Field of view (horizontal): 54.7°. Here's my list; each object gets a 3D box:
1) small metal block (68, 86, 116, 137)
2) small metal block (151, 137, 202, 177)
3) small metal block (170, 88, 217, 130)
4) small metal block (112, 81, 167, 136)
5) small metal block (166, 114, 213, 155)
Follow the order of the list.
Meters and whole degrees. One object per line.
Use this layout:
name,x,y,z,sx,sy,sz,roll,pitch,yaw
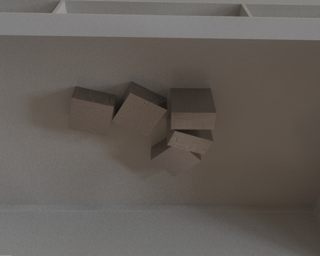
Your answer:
small metal block,-0.086,-0.020,0.391,0.050,0.025,0.050,12,129,-11
small metal block,0.023,0.037,0.441,0.050,0.025,0.050,-35,122,25
small metal block,0.038,-0.024,0.373,0.050,0.050,0.025,0,130,-1
small metal block,-0.026,-0.023,0.389,0.050,0.025,0.050,24,126,-20
small metal block,0.037,0.002,0.395,0.050,0.050,0.025,16,128,-13
